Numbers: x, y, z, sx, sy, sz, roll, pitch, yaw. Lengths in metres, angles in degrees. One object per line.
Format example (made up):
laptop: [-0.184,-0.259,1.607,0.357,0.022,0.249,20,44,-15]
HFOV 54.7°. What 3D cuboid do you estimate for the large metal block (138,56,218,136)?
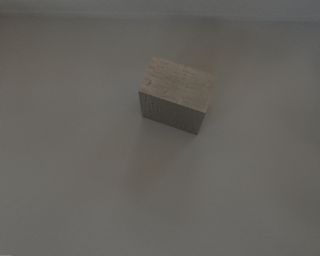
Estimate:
large metal block: [0.022,-0.038,0.395,0.080,0.080,0.050,19,71,6]
